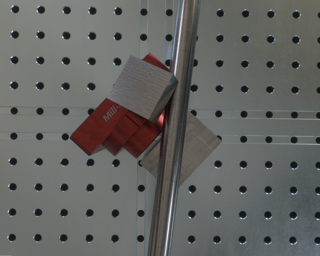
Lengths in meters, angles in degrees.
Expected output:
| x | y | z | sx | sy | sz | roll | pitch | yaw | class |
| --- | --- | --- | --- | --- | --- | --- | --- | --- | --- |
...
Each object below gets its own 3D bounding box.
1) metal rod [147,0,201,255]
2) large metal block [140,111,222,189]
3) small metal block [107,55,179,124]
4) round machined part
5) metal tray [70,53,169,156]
| x | y | z | sx | sy | sz | roll | pitch | yaw | class |
| --- | --- | --- | --- | --- | --- | --- | --- | --- | --- |
| 0.014 | 0.011 | 0.333 | 0.025 | 0.025 | 0.298 | 7 | 90 | -1 | metal rod |
| 0.023 | 0.027 | 0.383 | 0.050 | 0.080 | 0.080 | 43 | 90 | -1 | large metal block |
| -0.017 | -0.039 | 0.315 | 0.050 | 0.025 | 0.050 | 28 | 88 | 18 | small metal block |
| -0.022 | -0.001 | 0.380 | 0.042 | 0.098 | 0.098 | 42 | 90 | 0 | round machined part |
| -0.044 | -0.026 | 0.380 | 0.030 | 0.090 | 0.130 | 43 | 90 | 0 | metal tray |
